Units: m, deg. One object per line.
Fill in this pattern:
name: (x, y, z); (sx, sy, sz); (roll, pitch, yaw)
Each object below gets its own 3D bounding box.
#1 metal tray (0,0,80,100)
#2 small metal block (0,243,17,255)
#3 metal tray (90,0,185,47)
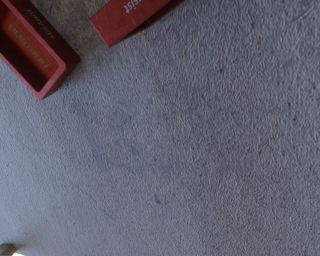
metal tray: (-0.183, -0.114, 0.429); (0.130, 0.030, 0.090); (49, 129, -7)
small metal block: (-0.416, 0.333, 0.816); (0.050, 0.050, 0.025); (-15, 111, 34)
metal tray: (0.007, -0.128, 0.281); (0.130, 0.090, 0.030); (-25, 105, 37)
